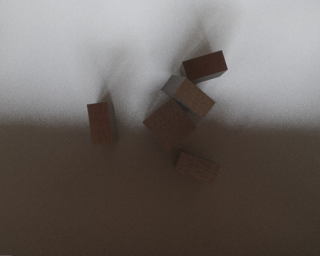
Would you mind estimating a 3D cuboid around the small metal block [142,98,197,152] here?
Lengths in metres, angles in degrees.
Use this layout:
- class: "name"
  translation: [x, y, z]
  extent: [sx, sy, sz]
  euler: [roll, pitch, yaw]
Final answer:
- class: "small metal block"
  translation: [0.012, -0.004, 0.412]
  extent: [0.050, 0.025, 0.050]
  euler: [-40, 91, 0]

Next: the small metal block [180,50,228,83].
- class: "small metal block"
  translation: [0.055, -0.075, 0.400]
  extent: [0.050, 0.050, 0.025]
  euler: [-17, 90, -1]

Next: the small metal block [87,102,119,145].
- class: "small metal block"
  translation: [-0.072, -0.006, 0.398]
  extent: [0.025, 0.050, 0.050]
  euler: [-8, 90, 0]

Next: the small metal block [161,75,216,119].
- class: "small metal block"
  translation: [0.034, -0.041, 0.392]
  extent: [0.050, 0.050, 0.025]
  euler: [36, 90, -22]

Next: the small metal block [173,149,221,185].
- class: "small metal block"
  translation: [0.045, 0.049, 0.400]
  extent: [0.050, 0.050, 0.025]
  euler: [20, 90, -1]
